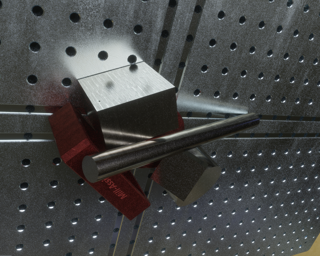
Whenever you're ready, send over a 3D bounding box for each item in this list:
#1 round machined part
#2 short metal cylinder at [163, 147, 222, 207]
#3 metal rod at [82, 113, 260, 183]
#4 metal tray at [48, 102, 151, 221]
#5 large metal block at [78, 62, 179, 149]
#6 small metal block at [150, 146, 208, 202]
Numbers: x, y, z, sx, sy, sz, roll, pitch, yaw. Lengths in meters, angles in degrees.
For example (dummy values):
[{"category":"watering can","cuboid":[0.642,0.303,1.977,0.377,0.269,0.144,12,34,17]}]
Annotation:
[{"category":"round machined part","cuboid":[-0.010,0.014,0.408,0.099,0.042,0.097,-14,125,-21]},{"category":"short metal cylinder","cuboid":[0.041,0.067,0.445,0.081,0.050,0.080,-29,147,-21]},{"category":"metal rod","cuboid":[0.042,0.012,0.382,0.302,0.025,0.025,-13,127,-45]},{"category":"metal tray","cuboid":[-0.068,0.040,0.357,0.030,0.090,0.130,-38,130,-3]},{"category":"large metal block","cuboid":[-0.035,-0.027,0.339,0.081,0.080,0.050,-20,126,-17]},{"category":"small metal block","cuboid":[0.024,0.054,0.387,0.050,0.050,0.025,-58,170,11]}]
